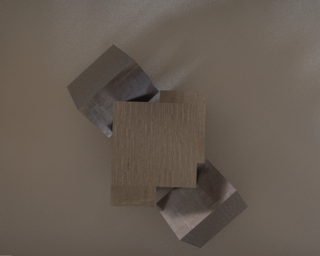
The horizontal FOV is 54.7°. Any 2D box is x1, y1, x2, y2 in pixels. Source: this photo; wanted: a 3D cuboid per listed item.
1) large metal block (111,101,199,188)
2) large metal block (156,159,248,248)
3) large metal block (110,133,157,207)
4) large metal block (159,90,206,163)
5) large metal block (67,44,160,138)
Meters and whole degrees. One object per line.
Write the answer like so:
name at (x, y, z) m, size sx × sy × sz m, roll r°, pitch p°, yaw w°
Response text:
large metal block at (-0.005, 0.015, 0.317) m, size 0.081 × 0.050 × 0.080 m, roll 2°, pitch 90°, yaw 0°
large metal block at (0.053, 0.094, 0.375) m, size 0.080 × 0.080 × 0.050 m, roll -41°, pitch 55°, yaw 0°
large metal block at (-0.029, 0.047, 0.382) m, size 0.050 × 0.080 × 0.080 m, roll 1°, pitch 90°, yaw 0°
large metal block at (0.024, -0.001, 0.381) m, size 0.050 × 0.080 × 0.080 m, roll 1°, pitch 90°, yaw 0°
large metal block at (-0.059, -0.048, 0.374) m, size 0.080 × 0.080 × 0.050 m, roll -43°, pitch 125°, yaw 0°
